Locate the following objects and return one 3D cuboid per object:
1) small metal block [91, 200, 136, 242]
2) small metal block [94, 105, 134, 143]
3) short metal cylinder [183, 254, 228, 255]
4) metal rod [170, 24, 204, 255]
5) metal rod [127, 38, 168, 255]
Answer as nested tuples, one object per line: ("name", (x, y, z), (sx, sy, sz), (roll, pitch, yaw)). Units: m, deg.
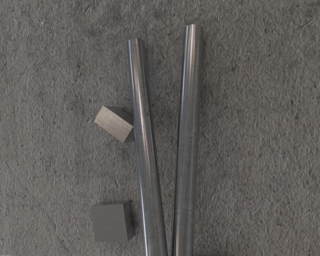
("small metal block", (-0.065, 0.130, 0.432), (0.050, 0.025, 0.050), (-9, 87, 19))
("small metal block", (-0.050, -0.005, 0.413), (0.050, 0.050, 0.025), (35, 102, 17))
("short metal cylinder", (0.054, 0.190, 0.360), (0.050, 0.080, 0.080), (-6, 88, 20))
("metal rod", (0.032, 0.020, 0.361), (0.025, 0.025, 0.299), (0, 76, 20))
("metal rod", (-0.017, 0.024, 0.368), (0.025, 0.025, 0.299), (-14, 67, 19))
